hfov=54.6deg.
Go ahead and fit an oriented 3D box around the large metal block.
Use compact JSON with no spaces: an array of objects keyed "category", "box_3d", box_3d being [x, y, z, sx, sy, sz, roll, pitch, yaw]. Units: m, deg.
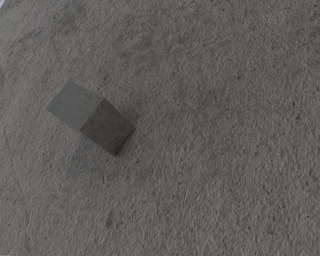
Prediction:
[{"category":"large metal block","box_3d":[-0.094,-0.012,0.427,0.080,0.080,0.050,26,76,37]}]
